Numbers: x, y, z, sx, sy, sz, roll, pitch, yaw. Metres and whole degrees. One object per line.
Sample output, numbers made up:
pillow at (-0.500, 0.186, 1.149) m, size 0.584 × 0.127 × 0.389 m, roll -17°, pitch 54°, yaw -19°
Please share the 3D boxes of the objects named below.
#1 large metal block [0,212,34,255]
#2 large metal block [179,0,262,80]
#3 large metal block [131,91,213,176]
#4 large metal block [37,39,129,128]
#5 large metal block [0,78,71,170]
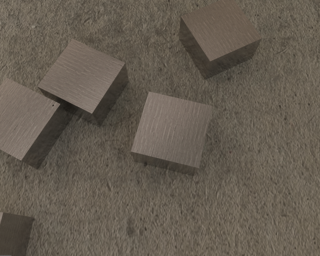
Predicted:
large metal block at (-0.183, 0.132, 0.329) m, size 0.050 × 0.080 × 0.080 m, roll 5°, pitch 70°, yaw 2°
large metal block at (0.083, -0.128, 0.442) m, size 0.080 × 0.050 × 0.080 m, roll -25°, pitch 72°, yaw -9°
large metal block at (0.015, 0.008, 0.392) m, size 0.080 × 0.050 × 0.080 m, roll 14°, pitch 71°, yaw 5°
large metal block at (-0.099, -0.059, 0.416) m, size 0.080 × 0.050 × 0.080 m, roll 26°, pitch 72°, yaw 9°
large metal block at (-0.176, -0.005, 0.395) m, size 0.080 × 0.050 × 0.080 m, roll 26°, pitch 72°, yaw 9°
